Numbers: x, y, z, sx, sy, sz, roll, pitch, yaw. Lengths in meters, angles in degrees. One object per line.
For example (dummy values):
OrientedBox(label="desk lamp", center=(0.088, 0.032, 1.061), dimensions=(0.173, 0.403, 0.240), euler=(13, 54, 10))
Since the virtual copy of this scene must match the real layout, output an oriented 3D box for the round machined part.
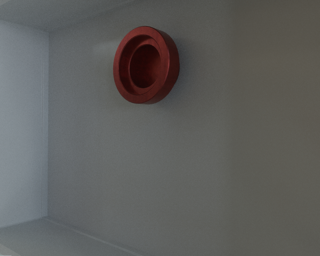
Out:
OrientedBox(label="round machined part", center=(-0.013, -0.079, 0.408), dimensions=(0.098, 0.042, 0.097), euler=(0, 90, 40))
